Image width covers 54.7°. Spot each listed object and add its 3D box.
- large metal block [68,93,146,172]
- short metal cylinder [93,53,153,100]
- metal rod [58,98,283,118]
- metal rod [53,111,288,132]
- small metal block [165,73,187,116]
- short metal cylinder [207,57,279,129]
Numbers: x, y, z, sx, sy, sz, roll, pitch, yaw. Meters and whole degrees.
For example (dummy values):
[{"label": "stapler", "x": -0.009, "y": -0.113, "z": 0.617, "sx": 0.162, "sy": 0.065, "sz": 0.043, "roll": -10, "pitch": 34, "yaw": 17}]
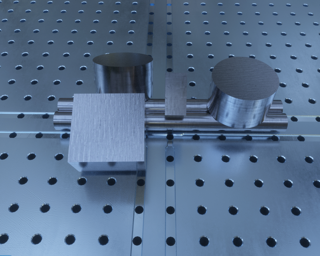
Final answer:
[{"label": "large metal block", "x": -0.057, "y": 0.006, "z": 0.363, "sx": 0.081, "sy": 0.050, "sz": 0.080, "roll": 0, "pitch": 70, "yaw": -1}, {"label": "short metal cylinder", "x": -0.050, "y": -0.070, "z": 0.427, "sx": 0.081, "sy": 0.050, "sz": 0.080, "roll": 1, "pitch": 26, "yaw": 0}, {"label": "metal rod", "x": 0.014, "y": -0.028, "z": 0.427, "sx": 0.302, "sy": 0.025, "sz": 0.025, "roll": 1, "pitch": 50, "yaw": 0}, {"label": "metal rod", "x": 0.014, "y": -0.009, "z": 0.411, "sx": 0.302, "sy": 0.025, "sz": 0.025, "roll": 1, "pitch": 50, "yaw": 0}, {"label": "small metal block", "x": 0.019, "y": -0.043, "z": 0.386, "sx": 0.025, "sy": 0.050, "sz": 0.050, "roll": 1, "pitch": 8, "yaw": 0}, {"label": "short metal cylinder", "x": 0.103, "y": -0.046, "z": 0.394, "sx": 0.081, "sy": 0.050, "sz": 0.080, "roll": 0, "pitch": 50, "yaw": 0}]
